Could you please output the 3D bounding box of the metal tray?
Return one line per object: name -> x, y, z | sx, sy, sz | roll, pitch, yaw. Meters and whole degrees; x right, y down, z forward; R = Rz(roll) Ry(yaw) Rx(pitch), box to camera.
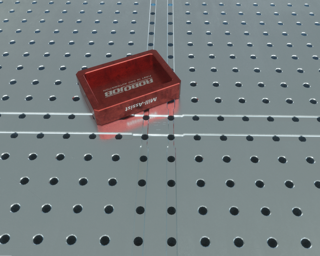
metal tray -> -0.046, -0.064, 0.458 | 0.131, 0.030, 0.090 | -21, 53, -17
